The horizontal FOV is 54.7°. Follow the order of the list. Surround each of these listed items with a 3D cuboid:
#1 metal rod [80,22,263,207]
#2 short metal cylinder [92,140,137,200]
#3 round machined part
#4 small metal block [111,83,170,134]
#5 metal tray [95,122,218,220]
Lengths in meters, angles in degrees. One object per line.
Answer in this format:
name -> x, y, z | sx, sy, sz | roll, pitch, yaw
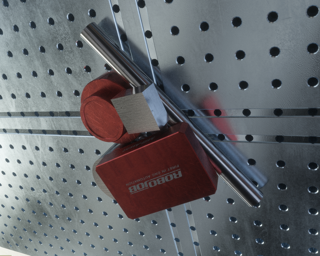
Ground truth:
metal rod -> 0.017, -0.014, 0.388 | 0.300, 0.025, 0.025 | 45, 129, -4
short metal cylinder -> -0.051, 0.063, 0.455 | 0.080, 0.050, 0.079 | 13, 124, 21
round machined part -> -0.067, -0.020, 0.417 | 0.098, 0.042, 0.097 | 14, 125, 21
small metal block -> -0.024, -0.022, 0.375 | 0.050, 0.025, 0.050 | -8, 117, 37
metal tray -> -0.004, 0.057, 0.391 | 0.130, 0.030, 0.090 | -24, 106, 23
